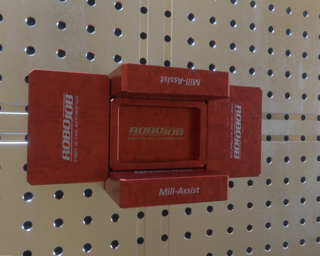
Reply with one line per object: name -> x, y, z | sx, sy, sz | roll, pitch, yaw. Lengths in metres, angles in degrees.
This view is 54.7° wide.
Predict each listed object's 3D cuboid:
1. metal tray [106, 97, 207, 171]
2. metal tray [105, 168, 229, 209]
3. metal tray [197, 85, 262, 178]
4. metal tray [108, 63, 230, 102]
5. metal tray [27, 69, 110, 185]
metal tray -> -0.003, 0.008, 0.407 | 0.131, 0.030, 0.089 | 1, 90, -21
metal tray -> 0.006, 0.068, 0.380 | 0.131, 0.090, 0.030 | 1, 90, -20
metal tray -> 0.101, 0.005, 0.447 | 0.091, 0.030, 0.129 | 1, 90, -21
metal tray -> 0.007, -0.052, 0.382 | 0.131, 0.090, 0.030 | 1, 90, -20
metal tray -> -0.108, -0.001, 0.370 | 0.091, 0.030, 0.129 | 1, 90, -21
